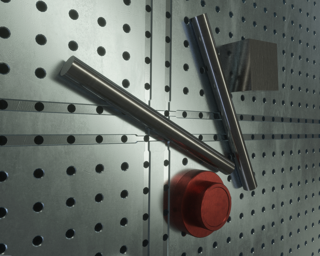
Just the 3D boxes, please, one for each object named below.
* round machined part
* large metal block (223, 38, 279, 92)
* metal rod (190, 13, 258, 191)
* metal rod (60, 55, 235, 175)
[{"bbox_3d":[0.068,0.112,0.455,0.099,0.042,0.097,0,90,-40],"label":"round machined part"},{"bbox_3d":[0.154,-0.101,0.521,0.081,0.050,0.079,-5,94,-40],"label":"large metal block"},{"bbox_3d":[0.107,-0.031,0.498,0.025,0.025,0.298,-33,110,-35],"label":"metal rod"},{"bbox_3d":[0.006,-0.001,0.414,0.301,0.025,0.025,32,70,-35],"label":"metal rod"}]
